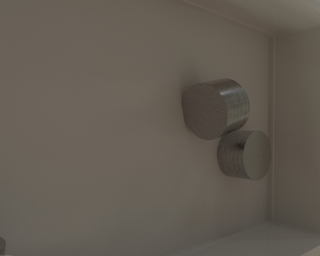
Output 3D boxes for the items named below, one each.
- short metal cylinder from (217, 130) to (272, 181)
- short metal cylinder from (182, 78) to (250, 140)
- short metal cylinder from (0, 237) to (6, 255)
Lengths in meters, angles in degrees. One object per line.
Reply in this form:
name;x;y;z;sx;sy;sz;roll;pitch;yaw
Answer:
short metal cylinder;0.140;0.044;0.511;0.081;0.050;0.079;0;90;-40
short metal cylinder;0.078;-0.028;0.439;0.050;0.080;0.079;-17;101;-39
short metal cylinder;-0.164;0.117;0.235;0.081;0.080;0.050;4;88;-40
